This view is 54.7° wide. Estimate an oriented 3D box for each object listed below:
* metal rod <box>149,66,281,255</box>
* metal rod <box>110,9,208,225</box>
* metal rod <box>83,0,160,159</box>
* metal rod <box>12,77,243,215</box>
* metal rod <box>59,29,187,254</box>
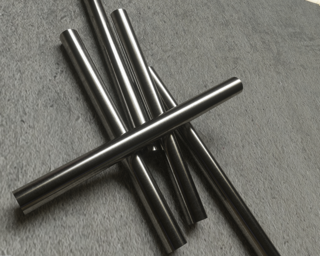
[{"bbox_3d":[0.059,0.043,0.409,0.025,0.025,0.299,-24,75,-36],"label":"metal rod"},{"bbox_3d":[-0.007,-0.026,0.400,0.025,0.025,0.299,-11,72,-33],"label":"metal rod"},{"bbox_3d":[-0.064,-0.098,0.428,0.025,0.025,0.299,-9,66,-32],"label":"metal rod"},{"bbox_3d":[-0.013,0.005,0.355,0.302,0.025,0.025,-29,78,-28],"label":"metal rod"},{"bbox_3d":[-0.052,0.003,0.373,0.025,0.025,0.299,-18,71,-35],"label":"metal rod"}]
